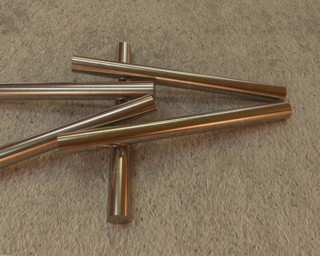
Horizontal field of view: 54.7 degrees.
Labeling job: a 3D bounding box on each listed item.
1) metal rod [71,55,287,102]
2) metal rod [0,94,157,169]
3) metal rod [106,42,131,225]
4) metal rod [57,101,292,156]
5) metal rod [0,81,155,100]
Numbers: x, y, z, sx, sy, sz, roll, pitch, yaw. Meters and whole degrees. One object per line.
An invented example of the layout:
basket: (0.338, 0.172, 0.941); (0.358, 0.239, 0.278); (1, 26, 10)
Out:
metal rod: (0.028, -0.070, 0.442); (0.302, 0.025, 0.025); (8, 50, -2)
metal rod: (-0.148, 0.021, 0.367); (0.302, 0.025, 0.025); (-21, 53, -10)
metal rod: (-0.052, -0.019, 0.419); (0.025, 0.025, 0.300); (-2, 50, -2)
metal rod: (0.031, -0.003, 0.387); (0.302, 0.025, 0.025); (-9, 50, -16)
metal rod: (-0.157, -0.051, 0.427); (0.302, 0.025, 0.025); (1, 50, 7)
